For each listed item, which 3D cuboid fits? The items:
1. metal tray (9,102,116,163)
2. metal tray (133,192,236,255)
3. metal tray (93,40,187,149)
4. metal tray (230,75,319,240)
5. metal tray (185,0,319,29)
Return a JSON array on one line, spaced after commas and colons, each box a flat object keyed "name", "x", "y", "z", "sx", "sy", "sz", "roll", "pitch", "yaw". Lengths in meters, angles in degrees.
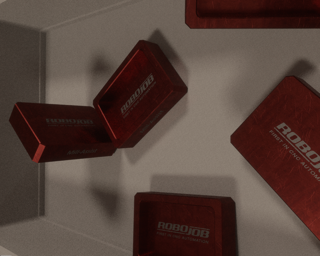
[{"name": "metal tray", "x": -0.133, "y": 0.004, "z": 0.445, "sx": 0.090, "sy": 0.131, "sz": 0.030, "roll": 46, "pitch": 118, "yaw": 30}, {"name": "metal tray", "x": 0.025, "y": 0.126, "z": 0.374, "sx": 0.130, "sy": 0.030, "sz": 0.090, "roll": -6, "pitch": 79, "yaw": 39}, {"name": "metal tray", "x": -0.033, "y": -0.043, "z": 0.428, "sx": 0.129, "sy": 0.030, "sz": 0.090, "roll": -45, "pitch": 63, "yaw": 30}, {"name": "metal tray", "x": 0.140, "y": 0.025, "z": 0.287, "sx": 0.130, "sy": 0.030, "sz": 0.090, "roll": 52, "pitch": 120, "yaw": 27}, {"name": "metal tray", "x": 0.087, "y": -0.133, "z": 0.261, "sx": 0.131, "sy": 0.030, "sz": 0.089, "roll": 1, "pitch": 123, "yaw": 3}]
